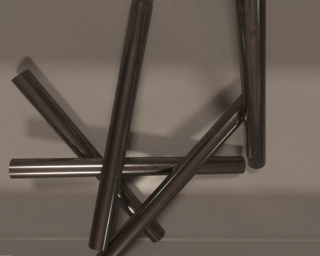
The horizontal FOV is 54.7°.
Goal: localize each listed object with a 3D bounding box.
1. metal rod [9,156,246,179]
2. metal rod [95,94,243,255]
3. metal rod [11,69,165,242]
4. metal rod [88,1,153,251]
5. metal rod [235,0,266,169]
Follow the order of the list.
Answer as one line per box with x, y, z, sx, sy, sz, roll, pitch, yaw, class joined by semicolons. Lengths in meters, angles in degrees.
-0.035;0.051;0.409;0.302;0.025;0.025;0;110;-9;metal rod
0.014;0.075;0.395;0.025;0.025;0.300;41;93;-14;metal rod
-0.088;0.049;0.428;0.025;0.025;0.299;-33;107;11;metal rod
-0.049;0.002;0.374;0.025;0.025;0.298;11;96;-4;metal rod
0.098;-0.049;0.324;0.025;0.025;0.299;-16;137;5;metal rod
